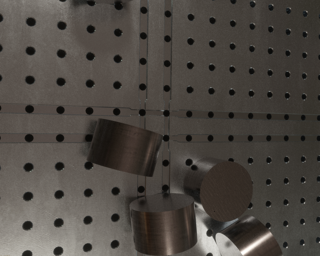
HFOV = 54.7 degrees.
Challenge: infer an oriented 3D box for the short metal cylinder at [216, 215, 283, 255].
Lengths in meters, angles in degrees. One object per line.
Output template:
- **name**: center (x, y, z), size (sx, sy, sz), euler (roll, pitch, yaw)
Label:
- **short metal cylinder**: center (0.123, 0.170, 0.431), size (0.050, 0.080, 0.080), euler (-25, 99, -18)

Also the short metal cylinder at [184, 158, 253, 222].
- **short metal cylinder**: center (0.080, 0.083, 0.431), size (0.081, 0.050, 0.079), euler (0, 90, -20)

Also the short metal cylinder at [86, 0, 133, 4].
- **short metal cylinder**: center (-0.060, -0.185, 0.362), size (0.081, 0.080, 0.050), euler (-4, 92, -20)

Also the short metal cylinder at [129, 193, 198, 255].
- **short metal cylinder**: center (0.005, 0.117, 0.386), size (0.081, 0.080, 0.050), euler (-6, 92, -20)

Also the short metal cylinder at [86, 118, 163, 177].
- **short metal cylinder**: center (-0.041, 0.024, 0.369), size (0.081, 0.080, 0.050), euler (17, 85, -20)
